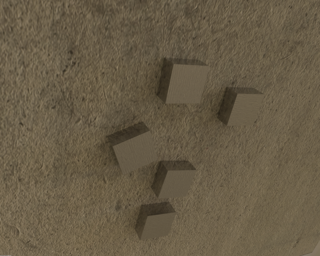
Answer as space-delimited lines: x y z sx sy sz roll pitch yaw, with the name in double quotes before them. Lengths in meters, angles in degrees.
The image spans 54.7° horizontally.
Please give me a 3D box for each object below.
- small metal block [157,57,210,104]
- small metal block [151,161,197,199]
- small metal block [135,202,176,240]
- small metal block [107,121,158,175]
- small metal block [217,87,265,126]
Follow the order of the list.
"small metal block" 0.028 -0.058 0.386 0.050 0.025 0.050 -3 120 -27
"small metal block" 0.021 0.077 0.466 0.050 0.025 0.050 4 117 -30
"small metal block" -0.008 0.148 0.494 0.050 0.025 0.050 1 118 -29
"small metal block" -0.035 0.026 0.404 0.050 0.025 0.050 -23 127 -14
"small metal block" 0.117 -0.031 0.451 0.050 0.025 0.050 -2 119 -28
